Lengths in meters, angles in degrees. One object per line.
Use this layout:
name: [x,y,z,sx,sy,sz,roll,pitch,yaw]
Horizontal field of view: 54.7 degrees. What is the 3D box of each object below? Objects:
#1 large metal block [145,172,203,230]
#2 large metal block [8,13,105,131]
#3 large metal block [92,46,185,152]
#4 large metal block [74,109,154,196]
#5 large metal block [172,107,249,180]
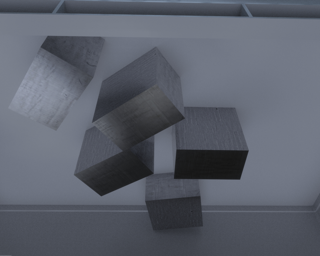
large metal block: [0.024,0.116,0.492,0.080,0.050,0.080,-6,130,5]
large metal block: [-0.104,-0.058,0.322,0.050,0.080,0.080,29,124,-23]
large metal block: [-0.022,-0.033,0.344,0.080,0.080,0.050,-29,125,21]
large metal block: [-0.055,0.029,0.397,0.080,0.080,0.050,-26,126,20]
large metal block: [0.057,0.017,0.389,0.081,0.080,0.050,1,130,-2]
